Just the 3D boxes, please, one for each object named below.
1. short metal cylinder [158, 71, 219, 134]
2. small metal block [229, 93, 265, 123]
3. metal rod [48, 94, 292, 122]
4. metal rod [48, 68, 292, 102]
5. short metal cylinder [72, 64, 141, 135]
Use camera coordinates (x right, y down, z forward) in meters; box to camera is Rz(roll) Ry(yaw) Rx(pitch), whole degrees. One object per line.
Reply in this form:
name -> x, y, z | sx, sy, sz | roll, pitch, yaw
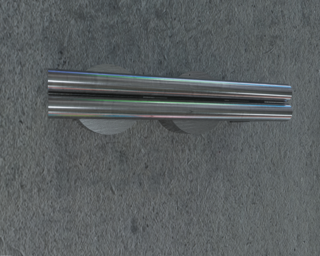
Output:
short metal cylinder -> 0.038, -0.032, 0.412 | 0.081, 0.050, 0.080 | 0, 90, -20
small metal block -> 0.123, -0.033, 0.444 | 0.025, 0.050, 0.050 | -2, 90, -20
metal rod -> 0.028, -0.022, 0.367 | 0.302, 0.025, 0.025 | 0, 90, -20
metal rod -> 0.028, -0.048, 0.367 | 0.302, 0.025, 0.025 | 0, 90, -20
short metal cylinder -> -0.066, -0.033, 0.372 | 0.081, 0.050, 0.080 | 0, 90, -20
